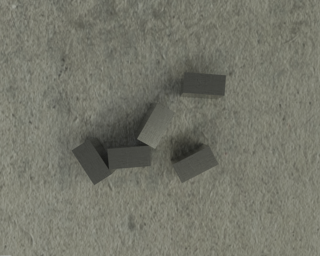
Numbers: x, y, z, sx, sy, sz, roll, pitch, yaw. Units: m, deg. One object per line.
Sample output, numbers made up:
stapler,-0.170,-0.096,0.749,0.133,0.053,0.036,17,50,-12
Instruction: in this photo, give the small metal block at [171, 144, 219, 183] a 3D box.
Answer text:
small metal block,0.043,0.044,0.398,0.050,0.050,0.025,-27,90,0

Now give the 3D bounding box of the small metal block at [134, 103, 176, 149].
small metal block,-0.008,-0.005,0.396,0.025,0.050,0.050,30,90,-10

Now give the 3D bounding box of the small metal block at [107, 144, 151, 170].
small metal block,-0.037,0.035,0.397,0.050,0.050,0.025,-5,91,0

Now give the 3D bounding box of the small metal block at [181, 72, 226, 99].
small metal block,0.054,-0.053,0.398,0.050,0.050,0.025,4,90,-1

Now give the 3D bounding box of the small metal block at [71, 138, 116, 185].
small metal block,-0.082,0.041,0.396,0.025,0.050,0.050,-33,90,0
